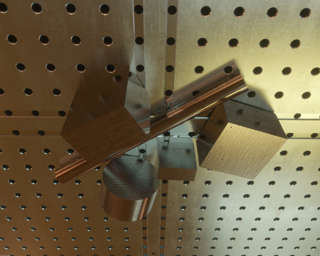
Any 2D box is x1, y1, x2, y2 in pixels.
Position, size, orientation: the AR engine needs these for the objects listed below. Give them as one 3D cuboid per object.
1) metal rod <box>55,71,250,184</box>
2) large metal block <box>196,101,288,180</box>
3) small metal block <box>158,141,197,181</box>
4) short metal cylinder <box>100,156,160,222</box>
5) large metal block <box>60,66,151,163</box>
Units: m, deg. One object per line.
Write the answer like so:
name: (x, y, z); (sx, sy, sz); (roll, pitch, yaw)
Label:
metal rod: (-0.025, 0.008, 0.418); (0.300, 0.025, 0.025); (-27, 125, 21)
large metal block: (0.103, 0.016, 0.407); (0.081, 0.050, 0.079); (15, 129, -13)
small metal block: (0.023, 0.046, 0.435); (0.050, 0.050, 0.025); (4, 130, -4)
short metal cylinder: (-0.045, 0.086, 0.448); (0.081, 0.080, 0.050); (9, 130, -8)
large metal block: (-0.059, -0.016, 0.362); (0.080, 0.080, 0.050); (-22, 127, 17)
